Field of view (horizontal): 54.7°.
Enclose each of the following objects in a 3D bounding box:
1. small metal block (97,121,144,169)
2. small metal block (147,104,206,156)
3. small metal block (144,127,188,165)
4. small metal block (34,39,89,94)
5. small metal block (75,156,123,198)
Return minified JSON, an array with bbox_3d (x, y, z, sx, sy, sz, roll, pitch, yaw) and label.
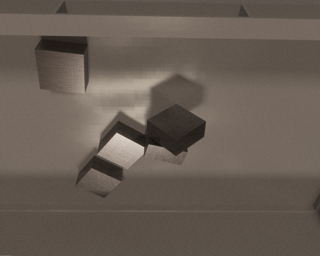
[{"bbox_3d":[-0.051,0.025,0.429,0.050,0.025,0.050,30,124,-24],"label":"small metal block"},{"bbox_3d":[0.020,0.001,0.380,0.050,0.050,0.025,-31,139,-32],"label":"small metal block"},{"bbox_3d":[0.007,0.018,0.408,0.050,0.050,0.025,12,130,-11],"label":"small metal block"},{"bbox_3d":[-0.109,-0.069,0.349,0.050,0.025,0.050,5,130,-5],"label":"small metal block"},{"bbox_3d":[-0.092,0.075,0.472,0.050,0.025,0.050,30,124,-23],"label":"small metal block"}]
